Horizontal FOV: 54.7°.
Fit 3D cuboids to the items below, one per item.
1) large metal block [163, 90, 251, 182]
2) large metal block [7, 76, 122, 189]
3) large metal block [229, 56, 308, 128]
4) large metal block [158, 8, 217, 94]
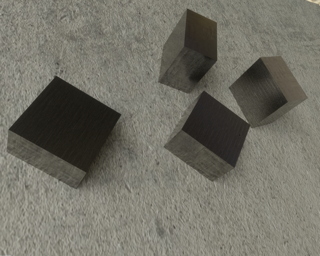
[{"bbox_3d":[0.064,0.010,0.416,0.080,0.050,0.080,36,51,-4],"label":"large metal block"},{"bbox_3d":[-0.100,0.005,0.331,0.080,0.050,0.080,31,52,-8],"label":"large metal block"},{"bbox_3d":[0.169,-0.057,0.494,0.050,0.080,0.080,-11,68,-33],"label":"large metal block"},{"bbox_3d":[0.041,-0.112,0.458,0.050,0.080,0.080,19,55,-18],"label":"large metal block"}]
